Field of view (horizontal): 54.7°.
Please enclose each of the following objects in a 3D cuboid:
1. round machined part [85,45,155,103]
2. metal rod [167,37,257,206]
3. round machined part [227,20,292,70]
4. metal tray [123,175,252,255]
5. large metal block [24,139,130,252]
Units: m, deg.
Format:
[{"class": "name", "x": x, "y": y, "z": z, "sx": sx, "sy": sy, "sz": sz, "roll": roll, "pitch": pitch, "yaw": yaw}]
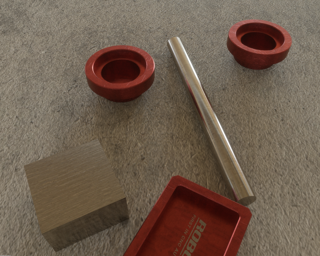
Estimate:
[{"class": "round machined part", "x": -0.057, "y": -0.076, "z": 0.455, "sx": 0.099, "sy": 0.042, "sz": 0.098, "roll": 0, "pitch": 50, "yaw": 0}, {"class": "metal rod", "x": 0.059, "y": -0.032, "z": 0.430, "sx": 0.025, "sy": 0.025, "sz": 0.300, "roll": -10, "pitch": 51, "yaw": -9}, {"class": "round machined part", "x": 0.158, "y": -0.132, "z": 0.506, "sx": 0.099, "sy": 0.042, "sz": 0.098, "roll": 0, "pitch": 50, "yaw": 0}, {"class": "metal tray", "x": 0.023, "y": 0.119, "z": 0.300, "sx": 0.090, "sy": 0.030, "sz": 0.130, "roll": 24, "pitch": 54, "yaw": 18}, {"class": "large metal block", "x": -0.087, "y": 0.069, "z": 0.328, "sx": 0.081, "sy": 0.050, "sz": 0.080, "roll": -21, "pitch": 53, "yaw": -17}]
